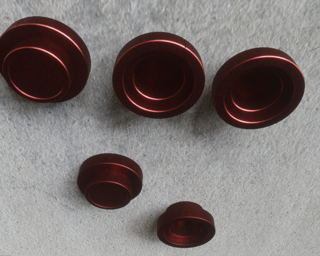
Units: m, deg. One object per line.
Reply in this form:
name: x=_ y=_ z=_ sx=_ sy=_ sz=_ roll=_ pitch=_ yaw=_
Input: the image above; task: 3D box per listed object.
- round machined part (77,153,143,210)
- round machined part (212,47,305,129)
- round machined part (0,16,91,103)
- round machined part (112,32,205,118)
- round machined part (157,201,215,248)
round machined part: x=-0.076 y=0.087 z=0.469 sx=0.099 sy=0.042 sz=0.097 roll=-1 pitch=130 yaw=0
round machined part: x=0.109 y=-0.048 z=0.357 sx=0.099 sy=0.042 sz=0.097 roll=-1 pitch=130 yaw=0
round machined part: x=-0.128 y=-0.066 z=0.338 sx=0.099 sy=0.042 sz=0.097 roll=-1 pitch=130 yaw=0
round machined part: x=-0.001 y=-0.061 z=0.344 sx=0.099 sy=0.042 sz=0.097 roll=-1 pitch=130 yaw=0
round machined part: x=0.044 y=0.164 z=0.537 sx=0.099 sy=0.042 sz=0.097 roll=-1 pitch=130 yaw=0
